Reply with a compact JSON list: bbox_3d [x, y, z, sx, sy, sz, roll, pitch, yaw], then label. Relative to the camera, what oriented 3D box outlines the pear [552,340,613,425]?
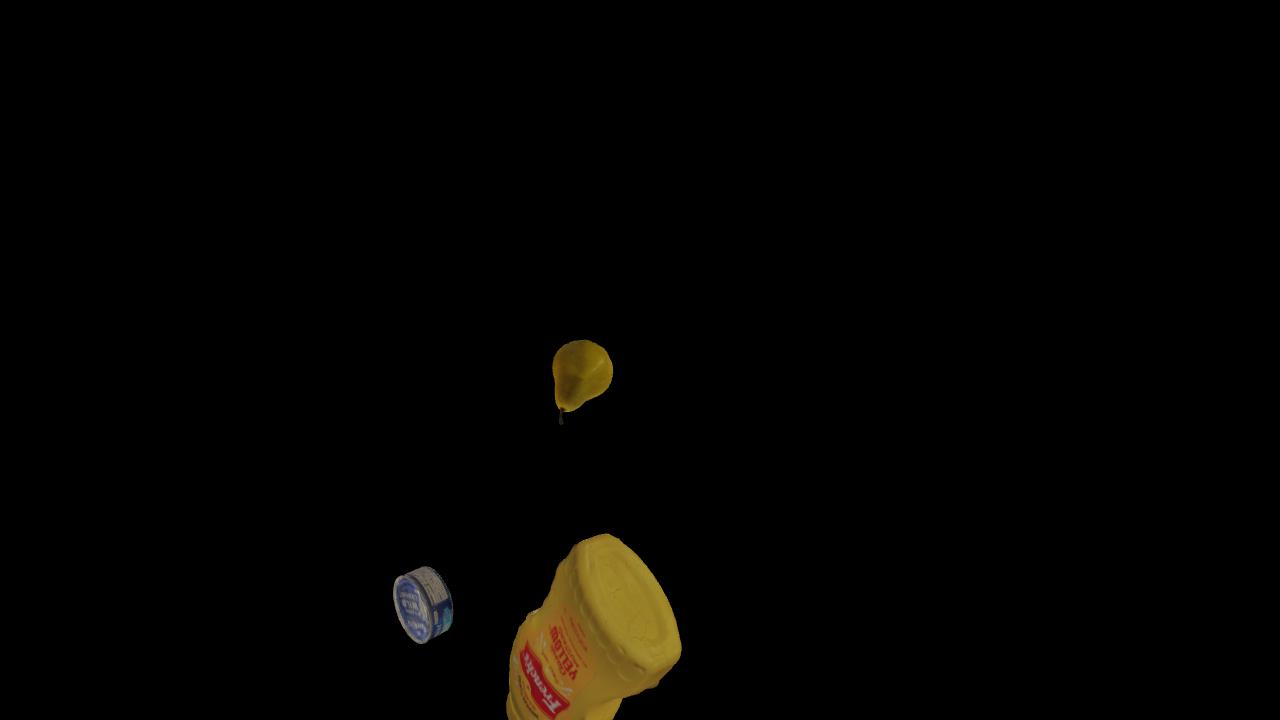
[{"bbox_3d":[-0.083,0.028,0.762,0.080,0.080,0.111,0,38,34],"label":"pear"}]

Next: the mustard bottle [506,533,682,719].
[{"bbox_3d":[-0.046,0.205,0.412,0.054,0.184,0.092,-10,51,-47],"label":"mustard bottle"}]

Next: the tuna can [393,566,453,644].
[{"bbox_3d":[-0.262,0.295,0.744,0.084,0.084,0.034,0,8,41],"label":"tuna can"}]
